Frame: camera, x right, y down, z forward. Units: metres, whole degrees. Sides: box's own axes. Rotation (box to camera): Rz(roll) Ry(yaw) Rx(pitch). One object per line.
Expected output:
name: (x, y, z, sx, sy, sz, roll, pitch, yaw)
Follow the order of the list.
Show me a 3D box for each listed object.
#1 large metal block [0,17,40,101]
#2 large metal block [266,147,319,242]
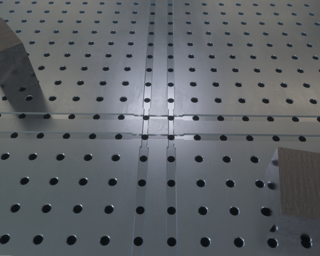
large metal block: (-0.228, -0.101, 0.456, 0.050, 0.080, 0.080, -31, 57, -23)
large metal block: (0.162, 0.072, 0.331, 0.080, 0.050, 0.080, 8, 51, 7)
